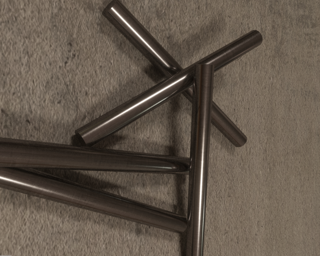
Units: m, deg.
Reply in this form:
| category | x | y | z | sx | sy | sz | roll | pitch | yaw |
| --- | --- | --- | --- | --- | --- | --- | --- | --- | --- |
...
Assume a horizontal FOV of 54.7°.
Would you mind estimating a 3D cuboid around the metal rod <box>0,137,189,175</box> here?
| category | x | y | z | sx | sy | sz | roll | pitch | yaw |
| --- | --- | --- | --- | --- | --- | --- | --- | --- | --- |
| metal rod | -0.059 | 0.035 | 0.340 | 0.302 | 0.025 | 0.025 | 11 | 83 | -45 |

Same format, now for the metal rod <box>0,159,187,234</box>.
| category | x | y | z | sx | sy | sz | roll | pitch | yaw |
| --- | --- | --- | --- | --- | --- | --- | --- | --- | --- |
| metal rod | -0.078 | 0.077 | 0.340 | 0.301 | 0.025 | 0.025 | 28 | 72 | -37 |

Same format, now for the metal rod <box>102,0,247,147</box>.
| category | x | y | z | sx | sy | sz | roll | pitch | yaw |
| --- | --- | --- | --- | --- | --- | --- | --- | --- | --- |
| metal rod | 0.039 | -0.059 | 0.439 | 0.301 | 0.025 | 0.025 | 40 | 66 | -33 |

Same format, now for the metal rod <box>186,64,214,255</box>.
| category | x | y | z | sx | sy | sz | roll | pitch | yaw |
| --- | --- | --- | --- | --- | --- | --- | --- | --- | --- |
| metal rod | 0.051 | 0.067 | 0.415 | 0.025 | 0.025 | 0.298 | -10 | 107 | -40 |

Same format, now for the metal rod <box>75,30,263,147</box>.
| category | x | y | z | sx | sy | sz | roll | pitch | yaw |
| --- | --- | --- | --- | --- | --- | --- | --- | --- | --- |
| metal rod | 0.029 | -0.061 | 0.400 | 0.302 | 0.025 | 0.025 | -33 | 111 | -25 |
